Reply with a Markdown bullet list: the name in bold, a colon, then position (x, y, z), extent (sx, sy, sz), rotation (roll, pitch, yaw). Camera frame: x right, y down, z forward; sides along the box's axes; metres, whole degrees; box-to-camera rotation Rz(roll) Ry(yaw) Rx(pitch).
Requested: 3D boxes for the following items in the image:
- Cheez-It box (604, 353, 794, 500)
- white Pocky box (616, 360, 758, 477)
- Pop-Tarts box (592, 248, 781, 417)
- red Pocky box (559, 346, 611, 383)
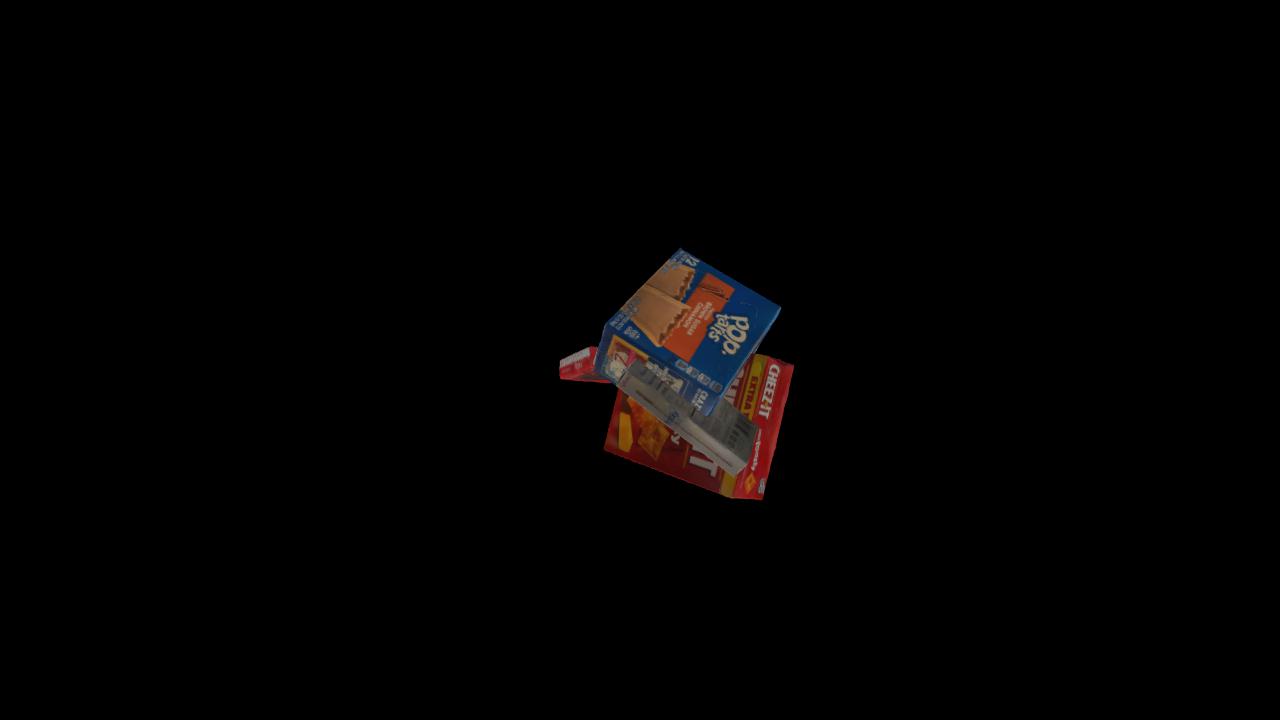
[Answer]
- **Cheez-It box**: position (0.066, 0.064, 0.767), extent (0.223, 0.166, 0.071), rotation (12, -3, 44)
- **white Pocky box**: position (0.054, 0.048, 0.647), extent (0.154, 0.028, 0.084), rotation (39, 31, 0)
- **Pop-Tarts box**: position (0.054, -0.025, 0.691), extent (0.141, 0.083, 0.167), rotation (33, 51, 10)
- **red Pocky box**: position (-0.011, 0.010, 0.746), extent (0.155, 0.028, 0.083), rotation (6, -14, -31)
